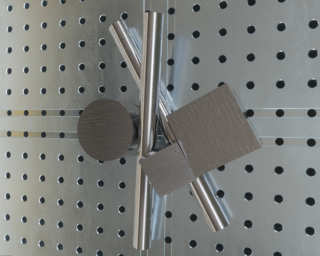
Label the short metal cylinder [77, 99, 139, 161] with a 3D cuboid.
[{"bbox_3d":[-0.062,0.002,0.417,0.080,0.050,0.079,0,90,19],"label":"short metal cylinder"}]

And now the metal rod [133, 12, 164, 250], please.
[{"bbox_3d":[-0.016,0.011,0.393,0.025,0.025,0.298,7,100,20],"label":"metal rod"}]

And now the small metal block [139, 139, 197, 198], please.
[{"bbox_3d":[0.010,0.047,0.371,0.050,0.025,0.050,-28,96,9],"label":"small metal block"}]

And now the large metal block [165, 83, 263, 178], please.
[{"bbox_3d":[0.066,0.003,0.371,0.080,0.050,0.080,-29,81,17],"label":"large metal block"}]

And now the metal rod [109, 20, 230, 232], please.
[{"bbox_3d":[0.008,-0.009,0.406,0.025,0.025,0.299,-30,81,17],"label":"metal rod"}]
